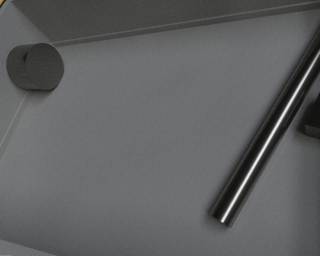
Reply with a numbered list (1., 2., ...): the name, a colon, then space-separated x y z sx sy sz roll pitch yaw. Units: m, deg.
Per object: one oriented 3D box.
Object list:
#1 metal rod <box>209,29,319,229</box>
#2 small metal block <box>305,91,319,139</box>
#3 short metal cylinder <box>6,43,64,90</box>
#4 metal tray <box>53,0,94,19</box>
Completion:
1. metal rod: 0.143 -0.026 0.346 0.025 0.025 0.300 25 75 36
2. small metal block: 0.184 -0.011 0.316 0.050 0.025 0.050 20 72 35
3. short metal cylinder: -0.220 -0.108 0.549 0.050 0.080 0.080 4 64 30
4. metal tray: -0.174 -0.307 0.682 0.130 0.030 0.090 -32 52 7
